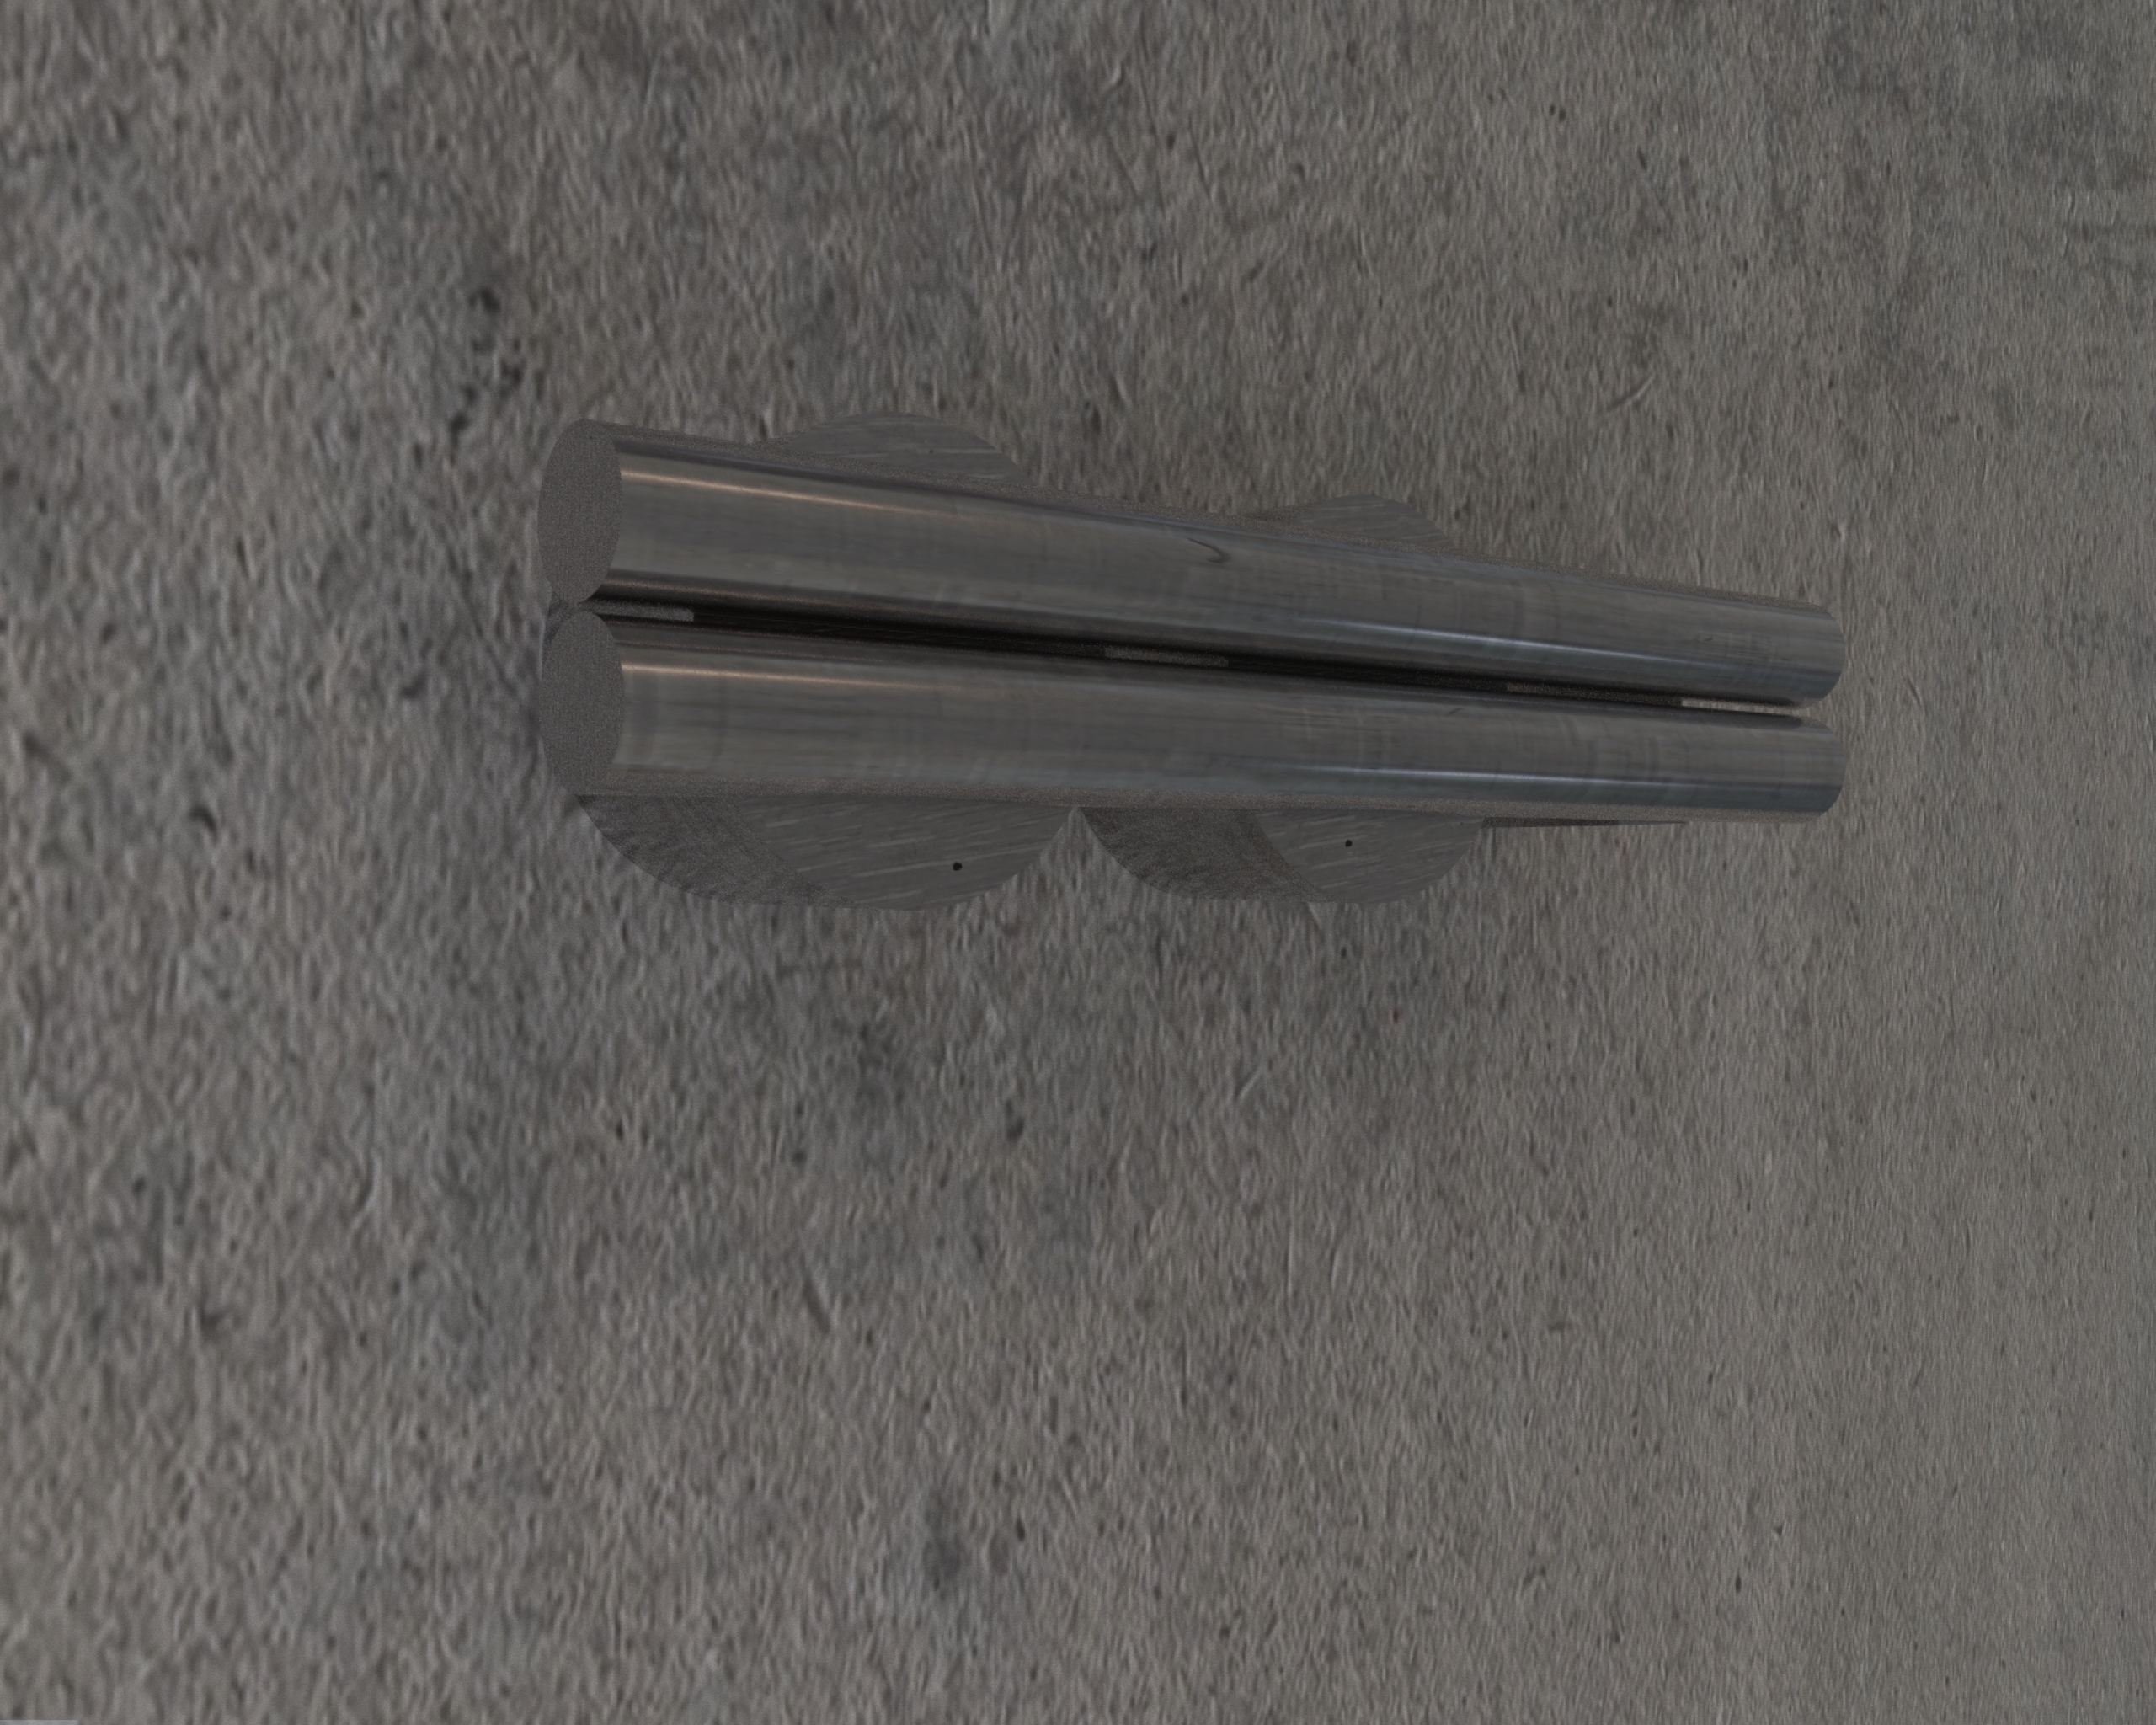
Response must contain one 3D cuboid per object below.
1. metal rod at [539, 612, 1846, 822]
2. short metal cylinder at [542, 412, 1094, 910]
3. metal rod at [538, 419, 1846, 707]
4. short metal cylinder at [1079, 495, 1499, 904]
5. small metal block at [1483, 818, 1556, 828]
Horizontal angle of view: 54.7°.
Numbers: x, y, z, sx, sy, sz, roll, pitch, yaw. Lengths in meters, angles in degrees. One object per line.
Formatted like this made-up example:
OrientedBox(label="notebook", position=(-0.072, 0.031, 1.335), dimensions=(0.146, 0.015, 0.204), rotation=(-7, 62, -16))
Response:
OrientedBox(label="metal rod", position=(0.048, -0.021, 0.380), dimensions=(0.302, 0.025, 0.025), rotation=(0, 90, -40))
OrientedBox(label="short metal cylinder", position=(-0.042, -0.032, 0.353), dimensions=(0.081, 0.050, 0.080), rotation=(0, 90, -40))
OrientedBox(label="metal rod", position=(0.048, -0.047, 0.380), dimensions=(0.302, 0.025, 0.025), rotation=(0, 90, -40))
OrientedBox(label="short metal cylinder", position=(0.042, -0.032, 0.425), dimensions=(0.081, 0.050, 0.080), rotation=(0, 90, -40))
OrientedBox(label="small metal block", position=(0.111, -0.033, 0.484), dimensions=(0.025, 0.050, 0.050), rotation=(-2, 91, -40))
